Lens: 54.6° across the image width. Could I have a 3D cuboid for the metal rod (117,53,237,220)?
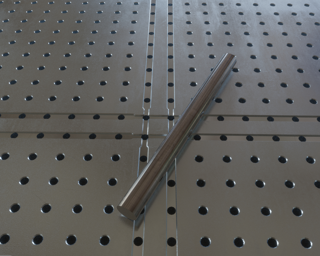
[{"bbox_3d":[0.038,-0.009,0.415,0.025,0.025,0.301,23,54,18],"label":"metal rod"}]
